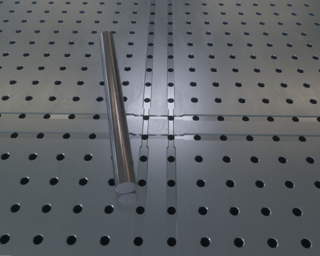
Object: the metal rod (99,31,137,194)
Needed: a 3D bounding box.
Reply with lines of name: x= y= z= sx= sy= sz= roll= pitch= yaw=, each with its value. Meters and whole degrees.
metal rod: x=-0.065 y=-0.045 z=0.445 sx=0.025 sy=0.025 sz=0.300 roll=-8 pitch=50 yaw=-7
